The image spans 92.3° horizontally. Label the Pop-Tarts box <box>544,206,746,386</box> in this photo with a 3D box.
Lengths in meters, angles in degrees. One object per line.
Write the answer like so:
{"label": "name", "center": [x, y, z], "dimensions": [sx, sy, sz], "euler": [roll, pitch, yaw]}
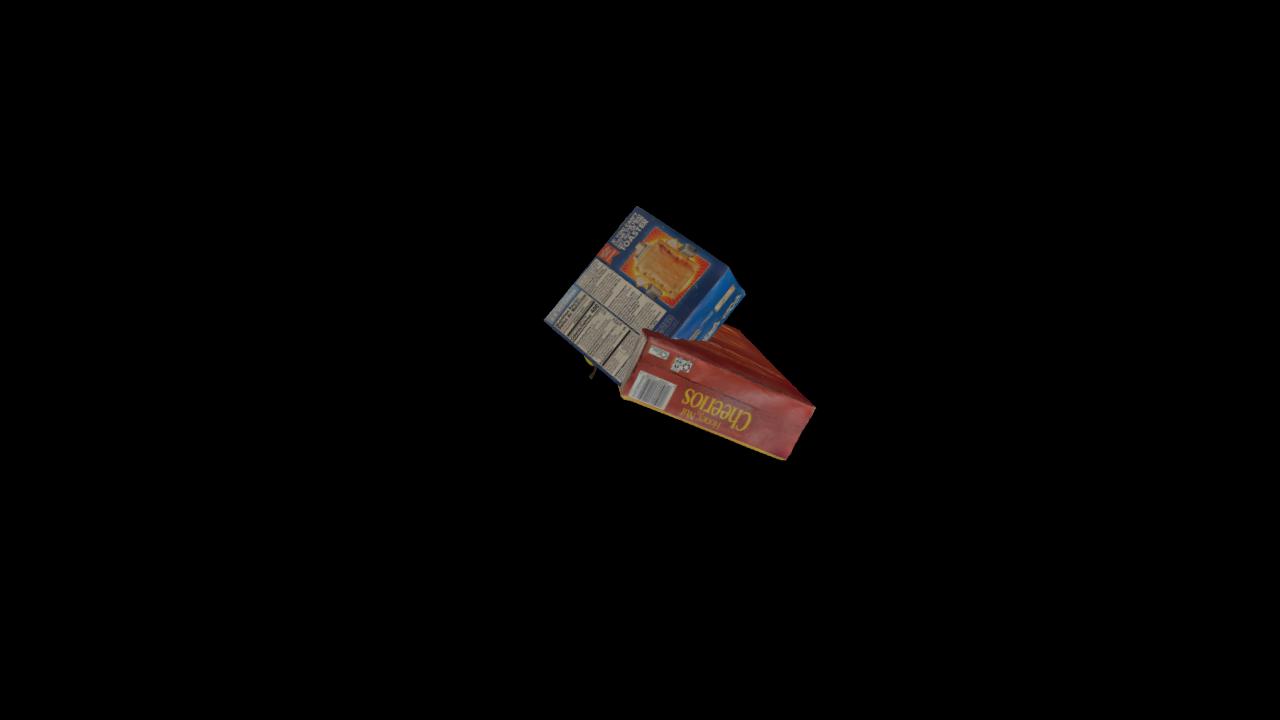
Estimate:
{"label": "Pop-Tarts box", "center": [0.006, -0.059, 0.685], "dimensions": [0.141, 0.167, 0.083], "euler": [39, 0, 26]}

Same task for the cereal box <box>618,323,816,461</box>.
{"label": "cereal box", "center": [0.064, -0.004, 0.769], "dimensions": [0.203, 0.081, 0.306], "euler": [22, 14, -14]}

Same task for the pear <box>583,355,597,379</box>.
{"label": "pear", "center": [-0.049, -0.029, 0.752], "dimensions": [0.080, 0.111, 0.080], "euler": [-5, -12, -1]}
